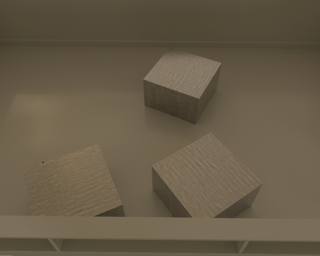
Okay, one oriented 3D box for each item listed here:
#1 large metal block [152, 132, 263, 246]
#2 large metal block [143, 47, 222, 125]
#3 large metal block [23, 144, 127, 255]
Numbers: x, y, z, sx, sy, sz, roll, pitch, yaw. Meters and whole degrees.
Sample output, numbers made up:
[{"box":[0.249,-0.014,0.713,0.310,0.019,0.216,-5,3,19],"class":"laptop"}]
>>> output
[{"box":[0.047,0.063,0.336,0.081,0.050,0.080,-27,55,-21],"class":"large metal block"},{"box":[0.032,-0.062,0.441,0.080,0.050,0.080,22,53,17],"class":"large metal block"},{"box":[-0.089,0.074,0.326,0.081,0.050,0.080,-19,53,-15],"class":"large metal block"}]
